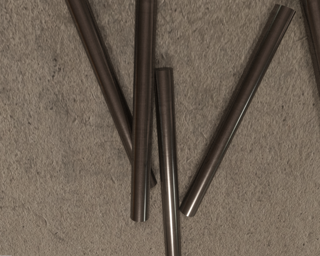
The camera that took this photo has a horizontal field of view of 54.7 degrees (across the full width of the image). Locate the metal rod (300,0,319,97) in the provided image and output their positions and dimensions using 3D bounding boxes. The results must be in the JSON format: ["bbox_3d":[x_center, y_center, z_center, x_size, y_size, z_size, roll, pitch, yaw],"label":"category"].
[{"bbox_3d":[0.211,-0.063,0.389,0.025,0.025,0.299,-20,109,7],"label":"metal rod"}]

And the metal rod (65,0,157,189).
[{"bbox_3d":[-0.063,-0.052,0.389,0.025,0.025,0.298,-17,110,6],"label":"metal rod"}]

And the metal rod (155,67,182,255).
[{"bbox_3d":[0.013,0.066,0.434,0.025,0.025,0.298,-3,110,1],"label":"metal rod"}]

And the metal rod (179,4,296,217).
[{"bbox_3d":[0.093,-0.009,0.407,0.025,0.025,0.298,19,109,-8],"label":"metal rod"}]

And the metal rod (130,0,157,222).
[{"bbox_3d":[-0.021,-0.025,0.382,0.025,0.025,0.298,2,103,-1],"label":"metal rod"}]
